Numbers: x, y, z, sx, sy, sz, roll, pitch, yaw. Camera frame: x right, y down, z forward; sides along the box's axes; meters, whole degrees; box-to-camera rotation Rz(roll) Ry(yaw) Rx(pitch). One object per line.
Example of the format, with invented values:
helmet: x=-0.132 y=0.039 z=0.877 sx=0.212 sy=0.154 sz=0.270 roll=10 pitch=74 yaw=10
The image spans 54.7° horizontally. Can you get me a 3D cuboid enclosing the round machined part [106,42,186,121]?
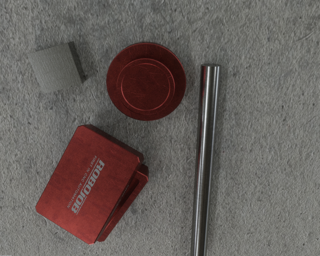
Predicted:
round machined part: x=-0.017 y=-0.054 z=0.381 sx=0.099 sy=0.042 sz=0.097 roll=0 pitch=110 yaw=-1

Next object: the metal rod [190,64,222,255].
metal rod: x=0.062 y=0.062 z=0.433 sx=0.025 sy=0.025 sz=0.298 roll=0 pitch=110 yaw=-1

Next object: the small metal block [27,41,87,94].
small metal block: x=-0.125 y=-0.074 z=0.381 sx=0.050 sy=0.025 sz=0.050 roll=-14 pitch=110 yaw=4

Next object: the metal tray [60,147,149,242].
metal tray: x=-0.087 y=0.091 z=0.439 sx=0.090 sy=0.030 sz=0.129 roll=31 pitch=107 yaw=-11

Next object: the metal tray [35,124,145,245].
metal tray: x=-0.091 y=0.071 z=0.402 sx=0.090 sy=0.030 sz=0.129 roll=30 pitch=96 yaw=6
